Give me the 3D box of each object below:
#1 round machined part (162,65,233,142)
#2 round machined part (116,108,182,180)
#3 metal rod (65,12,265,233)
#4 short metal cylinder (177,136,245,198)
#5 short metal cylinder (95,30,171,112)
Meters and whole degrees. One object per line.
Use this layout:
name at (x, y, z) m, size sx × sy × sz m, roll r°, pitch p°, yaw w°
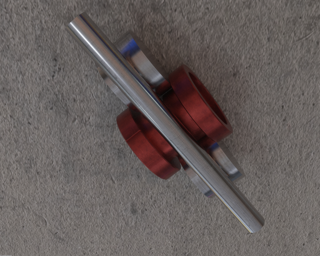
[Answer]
round machined part at (0.040, -0.023, 0.364) m, size 0.042 × 0.098 × 0.098 m, roll -36°, pitch 107°, yaw 17°
round machined part at (-0.004, 0.011, 0.375) m, size 0.042 × 0.098 × 0.098 m, roll -39°, pitch 106°, yaw 9°
metal rod at (0.018, 0.007, 0.329) m, size 0.025 × 0.025 × 0.300 m, roll -38°, pitch 106°, yaw 12°
short metal cylinder at (0.064, 0.043, 0.398) m, size 0.050 × 0.080 × 0.080 m, roll -37°, pitch 106°, yaw 12°
short metal cylinder at (-0.028, -0.065, 0.357) m, size 0.050 × 0.080 × 0.080 m, roll -37°, pitch 106°, yaw 12°
